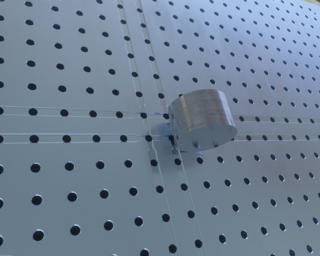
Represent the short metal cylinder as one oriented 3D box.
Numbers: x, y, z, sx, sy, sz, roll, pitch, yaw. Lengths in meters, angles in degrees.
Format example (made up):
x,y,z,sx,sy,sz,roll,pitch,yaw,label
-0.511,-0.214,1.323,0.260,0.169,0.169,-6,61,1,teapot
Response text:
x,y,z,sx,sy,sz,roll,pitch,yaw,label
0.054,-0.008,0.406,0.081,0.080,0.050,3,61,-27,short metal cylinder
